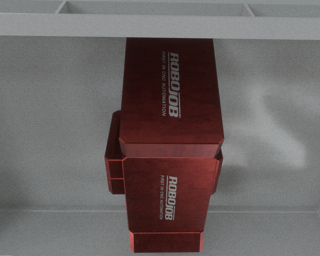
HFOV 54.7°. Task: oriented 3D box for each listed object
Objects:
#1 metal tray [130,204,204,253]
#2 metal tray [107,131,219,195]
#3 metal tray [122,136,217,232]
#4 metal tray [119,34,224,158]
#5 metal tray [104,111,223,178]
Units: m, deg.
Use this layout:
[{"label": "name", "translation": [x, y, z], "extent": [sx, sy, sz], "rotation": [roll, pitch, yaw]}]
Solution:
[{"label": "metal tray", "translation": [0.008, 0.119, 0.438], "extent": [0.091, 0.130, 0.030], "rotation": [0, 109, -1]}, {"label": "metal tray", "translation": [0.003, 0.041, 0.400], "extent": [0.131, 0.090, 0.030], "rotation": [1, 130, -1]}, {"label": "metal tray", "translation": [0.008, 0.067, 0.342], "extent": [0.091, 0.030, 0.129], "rotation": [0, 130, -1]}, {"label": "metal tray", "translation": [0.010, -0.036, 0.307], "extent": [0.091, 0.130, 0.030], "rotation": [1, 150, -1]}, {"label": "metal tray", "translation": [0.004, 0.018, 0.380], "extent": [0.131, 0.090, 0.030], "rotation": [1, 130, -1]}]
